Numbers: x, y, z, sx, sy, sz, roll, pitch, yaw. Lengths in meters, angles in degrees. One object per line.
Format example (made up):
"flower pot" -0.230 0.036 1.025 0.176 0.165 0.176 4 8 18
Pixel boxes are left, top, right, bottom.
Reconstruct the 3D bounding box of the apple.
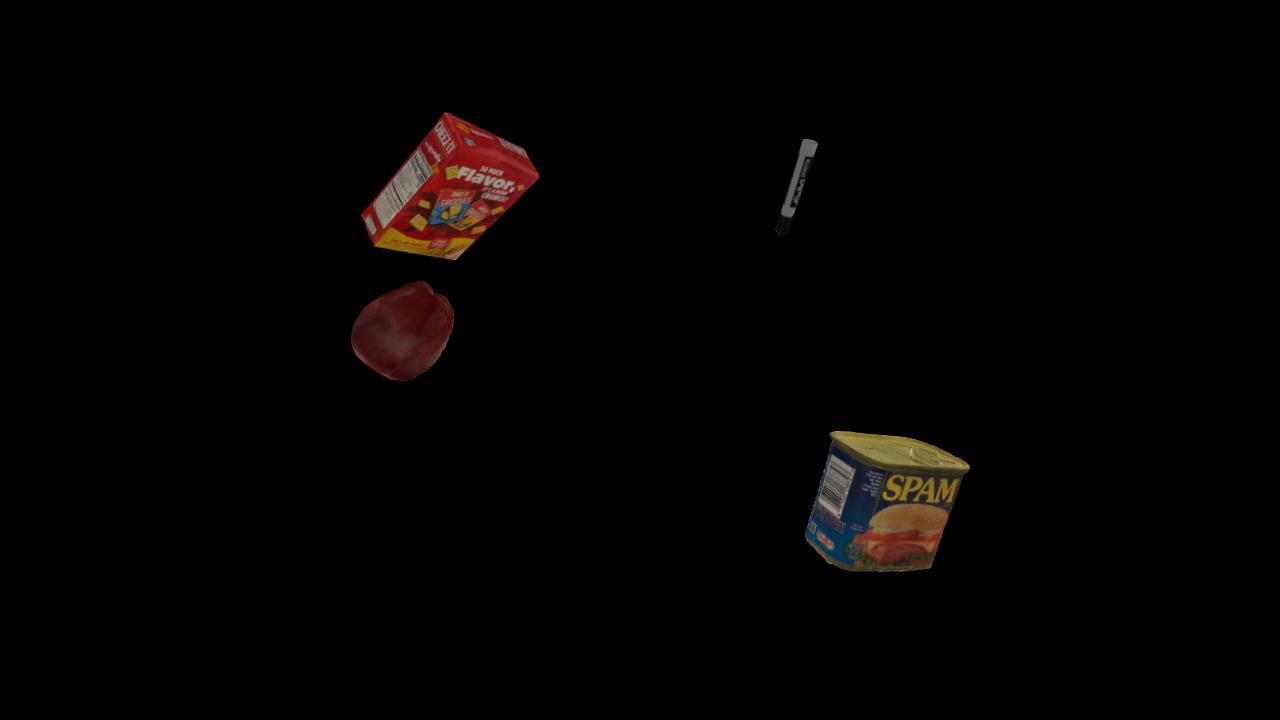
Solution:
"apple" -0.216 -0.027 0.559 0.079 0.093 0.079 44 2 -2

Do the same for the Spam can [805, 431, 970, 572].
"Spam can" 0.178 0.104 0.452 0.101 0.085 0.058 8 13 -23

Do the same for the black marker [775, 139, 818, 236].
"black marker" 0.190 -0.208 0.755 0.020 0.121 0.020 7 37 -6

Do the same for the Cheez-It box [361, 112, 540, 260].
"Cheez-It box" -0.289 -0.252 0.941 0.223 0.071 0.166 -37 -17 25
